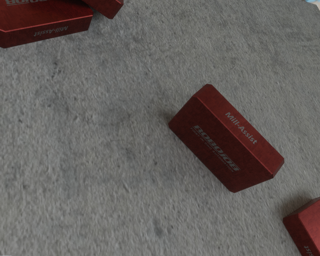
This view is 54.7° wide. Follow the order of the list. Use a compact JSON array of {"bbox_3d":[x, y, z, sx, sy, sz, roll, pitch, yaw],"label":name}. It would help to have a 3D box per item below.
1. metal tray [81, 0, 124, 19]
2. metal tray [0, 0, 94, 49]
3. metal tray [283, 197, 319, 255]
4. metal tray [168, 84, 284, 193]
[{"bbox_3d":[-0.114,-0.221,0.441,0.131,0.030,0.090,28,36,-30],"label":"metal tray"},{"bbox_3d":[-0.167,-0.162,0.410,0.131,0.030,0.090,-29,78,-38],"label":"metal tray"},{"bbox_3d":[0.240,0.168,0.430,0.091,0.030,0.130,-15,69,-34],"label":"metal tray"},{"bbox_3d":[0.078,0.017,0.393,0.130,0.090,0.030,46,59,4],"label":"metal tray"}]
